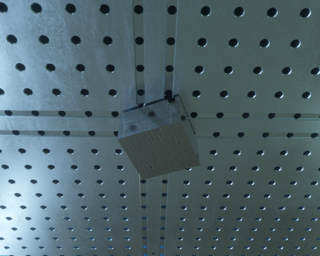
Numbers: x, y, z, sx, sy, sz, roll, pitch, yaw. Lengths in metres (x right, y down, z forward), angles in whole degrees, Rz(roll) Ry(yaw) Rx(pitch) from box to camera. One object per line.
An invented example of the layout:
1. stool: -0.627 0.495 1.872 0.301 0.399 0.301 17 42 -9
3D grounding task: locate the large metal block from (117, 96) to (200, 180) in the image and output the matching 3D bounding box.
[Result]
1. large metal block: 0.000 0.015 0.404 0.080 0.050 0.080 -16 129 13
